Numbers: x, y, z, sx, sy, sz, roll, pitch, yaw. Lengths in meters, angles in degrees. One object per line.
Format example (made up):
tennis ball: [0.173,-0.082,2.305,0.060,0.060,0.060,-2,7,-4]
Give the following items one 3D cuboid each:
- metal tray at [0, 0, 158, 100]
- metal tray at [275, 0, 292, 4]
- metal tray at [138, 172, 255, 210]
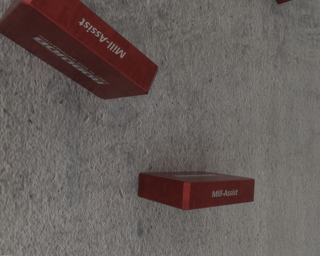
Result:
metal tray: [-0.077,-0.075,0.297,0.130,0.090,0.030,34,69,-35]
metal tray: [0.218,-0.312,0.583,0.131,0.030,0.090,31,71,-36]
metal tray: [0.049,0.077,0.402,0.131,0.090,0.030,6,87,-40]
